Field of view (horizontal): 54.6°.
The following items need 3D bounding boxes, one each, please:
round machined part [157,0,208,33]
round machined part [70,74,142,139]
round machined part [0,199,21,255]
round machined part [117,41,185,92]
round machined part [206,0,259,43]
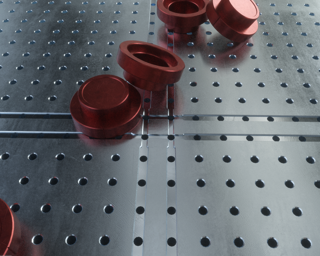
[{"bbox_3d":[0.043,-0.213,0.576,0.099,0.042,0.098,0,50,0],"label":"round machined part"},{"bbox_3d":[-0.075,-0.036,0.427,0.099,0.042,0.098,0,50,0],"label":"round machined part"},{"bbox_3d":[-0.185,0.116,0.299,0.099,0.042,0.098,0,50,0],"label":"round machined part"},{"bbox_3d":[-0.016,-0.089,0.456,0.099,0.042,0.098,15,31,-9],"label":"round machined part"},{"bbox_3d":[0.133,-0.201,0.541,0.099,0.042,0.098,14,57,-22],"label":"round machined part"}]
